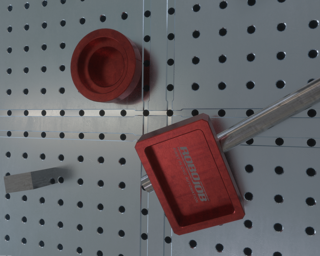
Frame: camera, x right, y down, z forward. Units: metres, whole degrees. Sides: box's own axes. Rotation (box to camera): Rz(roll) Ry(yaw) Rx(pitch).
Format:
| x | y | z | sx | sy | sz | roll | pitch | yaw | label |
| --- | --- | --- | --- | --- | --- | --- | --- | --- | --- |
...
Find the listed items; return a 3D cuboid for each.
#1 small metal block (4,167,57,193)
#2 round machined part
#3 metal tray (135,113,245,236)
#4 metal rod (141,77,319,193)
| x | y | z | sx | sy | sz | roll | pitch | yaw | label |
| --- | --- | --- | --- | --- | --- | --- | --- | --- | --- |
| -0.195 | 0.079 | 0.468 | 0.050 | 0.050 | 0.025 | -11 | 86 | 19 | small metal block |
| -0.070 | -0.083 | 0.428 | 0.098 | 0.042 | 0.097 | 0 | 90 | 20 | round machined part |
| 0.037 | 0.058 | 0.373 | 0.090 | 0.030 | 0.129 | -20 | 101 | 15 | metal tray |
| 0.105 | 0.002 | 0.375 | 0.300 | 0.025 | 0.025 | -31 | 80 | 17 | metal rod |
